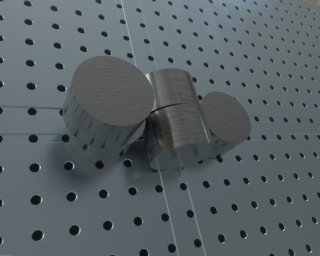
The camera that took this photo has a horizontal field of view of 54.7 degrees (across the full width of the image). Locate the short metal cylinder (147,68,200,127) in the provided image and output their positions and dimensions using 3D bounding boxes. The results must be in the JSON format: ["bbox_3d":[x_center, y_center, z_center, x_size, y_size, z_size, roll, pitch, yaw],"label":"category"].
[{"bbox_3d":[0.009,-0.032,0.397,0.081,0.080,0.050,1,62,-28],"label":"short metal cylinder"}]

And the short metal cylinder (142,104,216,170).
[{"bbox_3d":[0.021,0.013,0.376,0.081,0.080,0.050,-1,63,-29],"label":"short metal cylinder"}]

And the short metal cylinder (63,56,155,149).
[{"bbox_3d":[-0.053,-0.025,0.313,0.081,0.050,0.080,14,56,-21],"label":"short metal cylinder"}]

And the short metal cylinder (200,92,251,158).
[{"bbox_3d":[0.079,-0.004,0.436,0.081,0.050,0.080,14,56,-21],"label":"short metal cylinder"}]

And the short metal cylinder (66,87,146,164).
[{"bbox_3d":[-0.063,-0.004,0.360,0.081,0.050,0.080,14,56,-21],"label":"short metal cylinder"}]
